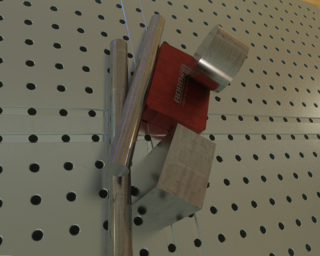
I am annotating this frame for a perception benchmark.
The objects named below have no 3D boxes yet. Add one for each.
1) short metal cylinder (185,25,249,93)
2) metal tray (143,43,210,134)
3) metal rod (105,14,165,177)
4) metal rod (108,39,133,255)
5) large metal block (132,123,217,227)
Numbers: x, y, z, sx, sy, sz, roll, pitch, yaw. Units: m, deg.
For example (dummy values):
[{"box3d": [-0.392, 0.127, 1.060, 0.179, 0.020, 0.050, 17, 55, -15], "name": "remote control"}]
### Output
[{"box3d": [0.079, -0.096, 0.434, 0.050, 0.080, 0.080, 30, 52, -9], "name": "short metal cylinder"}, {"box3d": [0.027, -0.056, 0.454, 0.090, 0.030, 0.130, 23, 53, -14], "name": "metal tray"}, {"box3d": [-0.024, -0.068, 0.414, 0.025, 0.025, 0.300, 23, 46, -14], "name": "metal rod"}, {"box3d": [-0.049, 0.010, 0.375, 0.025, 0.025, 0.299, 9, 58, -23], "name": "metal rod"}, {"box3d": [0.013, 0.055, 0.347, 0.050, 0.080, 0.080, 29, 52, -10], "name": "large metal block"}]
